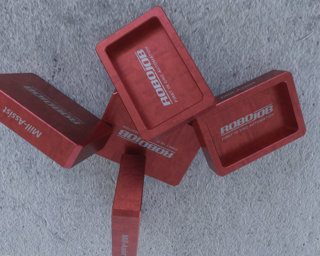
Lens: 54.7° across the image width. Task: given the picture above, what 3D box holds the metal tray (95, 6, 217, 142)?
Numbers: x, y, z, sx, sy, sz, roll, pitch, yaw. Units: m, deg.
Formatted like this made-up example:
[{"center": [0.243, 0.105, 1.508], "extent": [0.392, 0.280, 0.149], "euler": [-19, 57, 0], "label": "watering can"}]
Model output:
[{"center": [-0.006, -0.060, 0.355], "extent": [0.090, 0.030, 0.130], "euler": [-30, 79, 10], "label": "metal tray"}]

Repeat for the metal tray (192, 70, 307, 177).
[{"center": [0.112, -0.007, 0.390], "extent": [0.131, 0.030, 0.090], "euler": [-25, 109, -7], "label": "metal tray"}]

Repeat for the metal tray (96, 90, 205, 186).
[{"center": [-0.016, 0.013, 0.413], "extent": [0.131, 0.030, 0.089], "euler": [24, 108, -9], "label": "metal tray"}]

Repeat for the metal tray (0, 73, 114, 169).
[{"center": [-0.128, -0.014, 0.353], "extent": [0.130, 0.090, 0.030], "euler": [35, 107, 5], "label": "metal tray"}]

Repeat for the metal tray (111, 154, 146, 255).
[{"center": [-0.039, 0.108, 0.395], "extent": [0.030, 0.090, 0.129], "euler": [5, 131, -2], "label": "metal tray"}]
